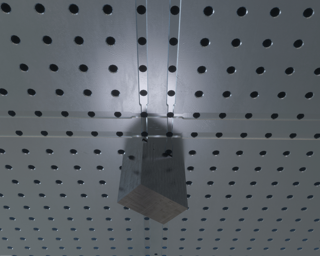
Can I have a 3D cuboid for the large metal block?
[{"bbox_3d":[-0.009,0.077,0.441,0.080,0.080,0.050,33,123,-25],"label":"large metal block"}]
